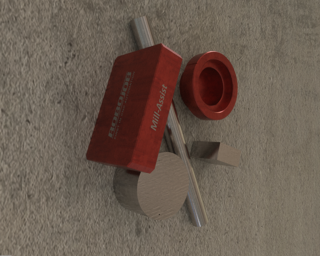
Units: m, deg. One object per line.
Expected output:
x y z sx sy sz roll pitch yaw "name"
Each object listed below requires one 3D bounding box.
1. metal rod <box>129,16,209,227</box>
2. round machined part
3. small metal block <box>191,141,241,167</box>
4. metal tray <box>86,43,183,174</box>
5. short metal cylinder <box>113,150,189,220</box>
0.017 0.001 0.423 0.025 0.025 0.298 -28 108 -37 "metal rod"
0.067 -0.060 0.453 0.099 0.042 0.097 0 90 -40 "round machined part"
0.083 0.038 0.458 0.050 0.050 0.025 21 77 -38 "small metal block"
-0.030 -0.021 0.340 0.030 0.090 0.130 24 75 -38 "metal tray"
-0.010 0.068 0.383 0.081 0.050 0.079 0 90 -40 "short metal cylinder"
